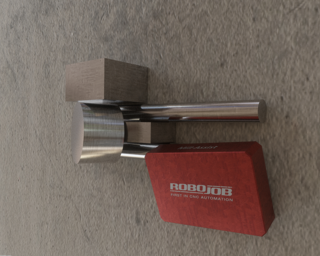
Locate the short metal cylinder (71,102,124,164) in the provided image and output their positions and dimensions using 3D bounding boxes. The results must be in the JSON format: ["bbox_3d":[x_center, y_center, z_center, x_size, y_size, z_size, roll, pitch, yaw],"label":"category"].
[{"bbox_3d":[-0.085,0.007,0.412,0.080,0.050,0.080,-8,81,63],"label":"short metal cylinder"}]

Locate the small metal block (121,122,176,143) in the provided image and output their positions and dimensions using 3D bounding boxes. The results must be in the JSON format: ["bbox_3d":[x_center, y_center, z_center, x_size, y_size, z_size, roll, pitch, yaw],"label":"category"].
[{"bbox_3d":[-0.014,0.005,0.399,0.050,0.050,0.025,1,91,39],"label":"small metal block"}]

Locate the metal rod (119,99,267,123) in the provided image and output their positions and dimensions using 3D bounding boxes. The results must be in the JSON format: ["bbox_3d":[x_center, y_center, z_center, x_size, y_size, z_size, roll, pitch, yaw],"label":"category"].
[{"bbox_3d":[-0.010,-0.020,0.413,0.300,0.025,0.025,1,91,39],"label":"metal rod"}]

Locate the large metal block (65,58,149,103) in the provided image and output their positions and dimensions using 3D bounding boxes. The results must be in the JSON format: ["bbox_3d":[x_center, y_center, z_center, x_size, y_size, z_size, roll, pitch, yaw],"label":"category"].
[{"bbox_3d":[-0.072,-0.061,0.429,0.080,0.081,0.050,1,91,39],"label":"large metal block"}]

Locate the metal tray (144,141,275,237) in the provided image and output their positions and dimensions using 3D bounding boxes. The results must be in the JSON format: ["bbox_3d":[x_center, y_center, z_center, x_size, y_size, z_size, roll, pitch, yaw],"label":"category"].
[{"bbox_3d":[0.050,0.064,0.342,0.130,0.030,0.089,-5,105,38],"label":"metal tray"}]

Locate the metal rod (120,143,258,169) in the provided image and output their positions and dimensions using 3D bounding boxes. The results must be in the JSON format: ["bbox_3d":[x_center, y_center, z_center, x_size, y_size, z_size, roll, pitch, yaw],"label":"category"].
[{"bbox_3d":[-0.014,0.031,0.416,0.300,0.025,0.025,0,90,39],"label":"metal rod"}]
